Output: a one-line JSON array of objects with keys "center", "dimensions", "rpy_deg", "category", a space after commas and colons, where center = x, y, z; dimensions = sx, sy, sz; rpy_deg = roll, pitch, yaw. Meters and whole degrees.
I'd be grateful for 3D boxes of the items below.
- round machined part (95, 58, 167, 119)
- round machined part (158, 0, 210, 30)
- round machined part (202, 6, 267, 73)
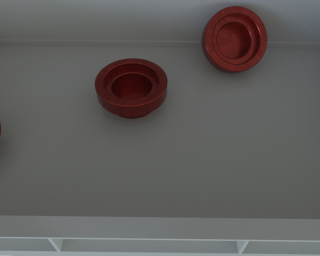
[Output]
[{"center": [-0.039, -0.051, 0.437], "dimensions": [0.099, 0.042, 0.098], "rpy_deg": [0, 50, 0], "category": "round machined part"}, {"center": [0.046, -0.232, 0.592], "dimensions": [0.099, 0.042, 0.098], "rpy_deg": [0, 50, 0], "category": "round machined part"}, {"center": [0.113, -0.135, 0.486], "dimensions": [0.099, 0.042, 0.097], "rpy_deg": [-1, 94, -9], "category": "round machined part"}]
